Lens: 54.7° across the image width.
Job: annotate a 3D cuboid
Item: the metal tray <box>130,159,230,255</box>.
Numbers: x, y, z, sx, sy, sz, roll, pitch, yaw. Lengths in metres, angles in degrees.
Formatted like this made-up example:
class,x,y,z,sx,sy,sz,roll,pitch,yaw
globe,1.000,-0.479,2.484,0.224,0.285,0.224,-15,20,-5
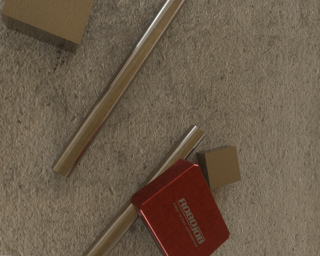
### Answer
class,x,y,z,sx,sy,sz,roll,pitch,yaw
metal tray,0.030,0.118,0.403,0.090,0.030,0.129,-35,113,-20

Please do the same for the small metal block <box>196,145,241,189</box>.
class,x,y,z,sx,sy,sz,roll,pitch,yaw
small metal block,0.084,0.055,0.442,0.050,0.025,0.050,-11,94,-20

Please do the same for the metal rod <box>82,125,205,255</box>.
class,x,y,z,sx,sy,sz,roll,pitch,yaw
metal rod,-0.043,0.114,0.394,0.025,0.025,0.300,45,76,-15

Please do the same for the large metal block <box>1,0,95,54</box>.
class,x,y,z,sx,sy,sz,roll,pitch,yaw
large metal block,-0.121,-0.141,0.351,0.081,0.050,0.080,19,84,-20

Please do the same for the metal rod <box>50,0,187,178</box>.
class,x,y,z,sx,sy,sz,roll,pitch,yaw
metal rod,-0.041,-0.072,0.394,0.025,0.025,0.300,35,78,-17
